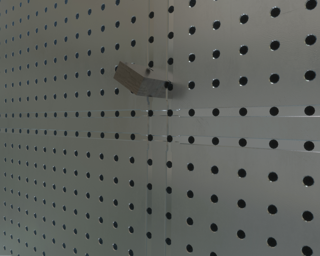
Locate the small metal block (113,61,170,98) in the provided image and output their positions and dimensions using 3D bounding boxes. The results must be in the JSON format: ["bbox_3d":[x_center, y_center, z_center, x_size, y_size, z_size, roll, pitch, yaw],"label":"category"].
[{"bbox_3d":[-0.025,-0.064,0.415,0.050,0.050,0.025,38,114,33],"label":"small metal block"}]
